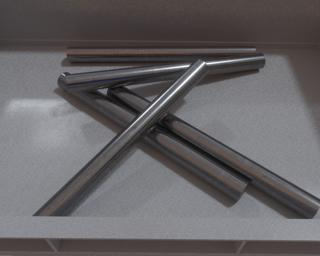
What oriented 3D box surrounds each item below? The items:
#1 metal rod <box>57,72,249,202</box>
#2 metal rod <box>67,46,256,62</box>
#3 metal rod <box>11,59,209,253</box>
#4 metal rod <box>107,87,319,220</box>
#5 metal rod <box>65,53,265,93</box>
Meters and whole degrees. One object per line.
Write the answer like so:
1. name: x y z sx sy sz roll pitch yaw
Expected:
1. metal rod: -0.025 0.000 0.404 0.300 0.025 0.025 31 57 23
2. metal rod: 0.003 -0.121 0.506 0.302 0.025 0.025 -1 50 -1
3. metal rod: -0.041 0.016 0.363 0.025 0.025 0.301 34 65 24
4. metal rod: 0.050 0.017 0.391 0.300 0.025 0.025 31 57 23
5. metal rod: 0.019 -0.083 0.454 0.302 0.025 0.025 -10 51 -17
